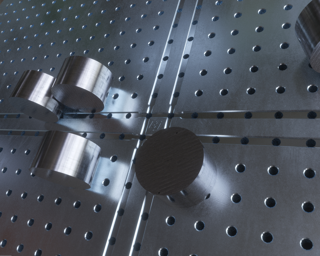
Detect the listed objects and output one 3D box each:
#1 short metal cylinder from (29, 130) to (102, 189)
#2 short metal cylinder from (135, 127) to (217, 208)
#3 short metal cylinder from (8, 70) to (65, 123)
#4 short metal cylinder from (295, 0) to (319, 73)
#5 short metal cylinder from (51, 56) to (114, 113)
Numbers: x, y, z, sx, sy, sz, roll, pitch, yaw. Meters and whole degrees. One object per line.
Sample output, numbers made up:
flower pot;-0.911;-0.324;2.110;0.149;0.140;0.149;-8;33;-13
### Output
short metal cylinder;-0.123;0.044;0.409;0.080;0.080;0.050;0;62;28
short metal cylinder;0.019;0.046;0.353;0.080;0.050;0.080;-13;56;20
short metal cylinder;-0.194;-0.050;0.503;0.080;0.080;0.050;4;64;29
short metal cylinder;0.195;-0.104;0.334;0.080;0.080;0.050;-18;55;17
short metal cylinder;-0.117;-0.064;0.472;0.080;0.080;0.050;0;62;28
